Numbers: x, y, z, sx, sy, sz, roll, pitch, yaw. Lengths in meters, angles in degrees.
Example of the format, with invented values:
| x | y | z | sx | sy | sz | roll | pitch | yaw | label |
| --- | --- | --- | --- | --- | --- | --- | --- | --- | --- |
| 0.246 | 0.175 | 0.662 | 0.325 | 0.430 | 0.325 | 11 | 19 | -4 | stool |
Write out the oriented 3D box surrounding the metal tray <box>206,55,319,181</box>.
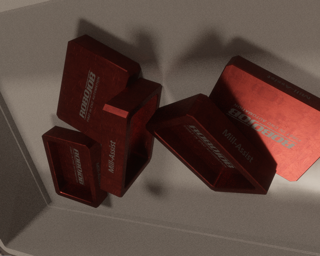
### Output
| x | y | z | sx | sy | sz | roll | pitch | yaw | label |
| --- | --- | --- | --- | --- | --- | --- | --- | --- | --- |
| 0.115 | -0.009 | 0.339 | 0.130 | 0.030 | 0.089 | 30 | 128 | 8 | metal tray |

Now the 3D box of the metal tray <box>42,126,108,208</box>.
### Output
| x | y | z | sx | sy | sz | roll | pitch | yaw | label |
| --- | --- | --- | --- | --- | --- | --- | --- | --- | --- |
| -0.140 | 0.066 | 0.517 | 0.090 | 0.030 | 0.129 | 12 | 124 | 21 | metal tray |

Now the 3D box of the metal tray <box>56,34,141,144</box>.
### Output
| x | y | z | sx | sy | sz | roll | pitch | yaw | label |
| --- | --- | --- | --- | --- | --- | --- | --- | --- | --- |
| -0.088 | -0.047 | 0.421 | 0.090 | 0.030 | 0.129 | 30 | 128 | 8 | metal tray |

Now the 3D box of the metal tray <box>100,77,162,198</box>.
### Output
| x | y | z | sx | sy | sz | roll | pitch | yaw | label |
| --- | --- | --- | --- | --- | --- | --- | --- | --- | --- |
| -0.037 | 0.012 | 0.392 | 0.030 | 0.090 | 0.129 | 20 | 126 | 16 | metal tray |

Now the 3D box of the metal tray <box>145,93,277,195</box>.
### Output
| x | y | z | sx | sy | sz | roll | pitch | yaw | label |
| --- | --- | --- | --- | --- | --- | --- | --- | --- | --- |
| 0.056 | 0.024 | 0.351 | 0.130 | 0.030 | 0.090 | 44 | 153 | -19 | metal tray |
